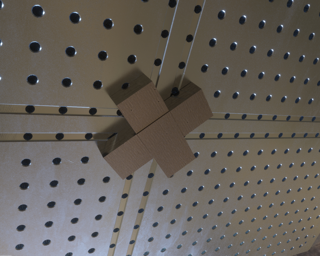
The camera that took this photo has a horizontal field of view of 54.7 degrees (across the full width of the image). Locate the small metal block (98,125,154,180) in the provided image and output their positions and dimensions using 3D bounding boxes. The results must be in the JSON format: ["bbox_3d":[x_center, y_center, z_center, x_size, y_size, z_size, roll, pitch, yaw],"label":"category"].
[{"bbox_3d":[-0.045,0.033,0.408,0.050,0.025,0.050,-36,129,-5],"label":"small metal block"}]

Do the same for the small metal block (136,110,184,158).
[{"bbox_3d":[-0.003,0.004,0.412,0.050,0.025,0.050,-36,129,-5],"label":"small metal block"}]

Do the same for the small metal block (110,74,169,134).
[{"bbox_3d":[-0.024,-0.029,0.381,0.050,0.025,0.050,-35,129,-5],"label":"small metal block"}]

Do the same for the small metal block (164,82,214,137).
[{"bbox_3d":[0.038,-0.025,0.417,0.050,0.025,0.050,-36,129,-5],"label":"small metal block"}]

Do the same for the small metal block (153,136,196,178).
[{"bbox_3d":[0.017,0.036,0.444,0.050,0.025,0.050,-35,129,-5],"label":"small metal block"}]
